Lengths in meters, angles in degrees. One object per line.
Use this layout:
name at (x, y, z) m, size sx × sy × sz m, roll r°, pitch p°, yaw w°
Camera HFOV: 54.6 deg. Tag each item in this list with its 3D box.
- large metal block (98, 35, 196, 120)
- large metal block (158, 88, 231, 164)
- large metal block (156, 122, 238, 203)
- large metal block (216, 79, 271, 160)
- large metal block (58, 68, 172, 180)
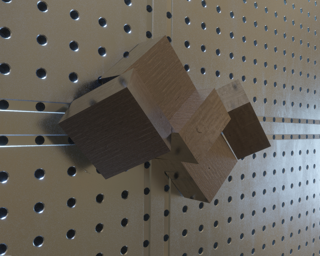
large metal block at (-0.013, -0.053, 0.381) m, size 0.080 × 0.050 × 0.080 m, roll -48°, pitch 119°, yaw -27°
large metal block at (0.029, -0.004, 0.396) m, size 0.080 × 0.080 × 0.050 m, roll -50°, pitch 121°, yaw -28°
large metal block at (0.054, 0.045, 0.436) m, size 0.080 × 0.050 × 0.080 m, roll -48°, pitch 117°, yaw -29°
large metal block at (0.117, -0.014, 0.462) m, size 0.080 × 0.050 × 0.080 m, roll 56°, pitch 18°, yaw -26°
large metal block at (-0.043, -0.003, 0.327) m, size 0.080 × 0.080 × 0.050 m, roll 56°, pitch 19°, yaw -25°
